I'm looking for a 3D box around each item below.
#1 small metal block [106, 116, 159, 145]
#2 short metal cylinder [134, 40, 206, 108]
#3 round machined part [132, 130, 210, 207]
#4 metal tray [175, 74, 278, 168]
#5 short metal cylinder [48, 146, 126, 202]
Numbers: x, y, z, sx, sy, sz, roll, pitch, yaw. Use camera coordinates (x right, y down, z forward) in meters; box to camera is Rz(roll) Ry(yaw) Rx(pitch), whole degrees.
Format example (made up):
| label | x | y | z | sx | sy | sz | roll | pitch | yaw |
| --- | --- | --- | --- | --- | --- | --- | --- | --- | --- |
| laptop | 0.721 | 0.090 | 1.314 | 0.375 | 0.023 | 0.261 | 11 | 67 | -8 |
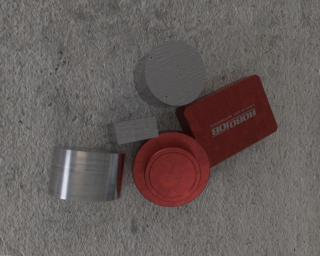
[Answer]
| label | x | y | z | sx | sy | sz | roll | pitch | yaw |
| --- | --- | --- | --- | --- | --- | --- | --- | --- | --- |
| small metal block | -0.035 | 0.002 | 0.383 | 0.050 | 0.050 | 0.025 | -11 | 94 | -20 |
| short metal cylinder | 0.012 | -0.067 | 0.400 | 0.081 | 0.050 | 0.080 | 0 | 90 | -20 |
| round machined part | 0.014 | 0.053 | 0.390 | 0.099 | 0.042 | 0.097 | 0 | 98 | -2 |
| metal tray | 0.097 | -0.011 | 0.443 | 0.131 | 0.030 | 0.090 | -26 | 99 | -18 |
| short metal cylinder | -0.082 | 0.049 | 0.350 | 0.081 | 0.080 | 0.050 | 7 | 88 | -20 |
